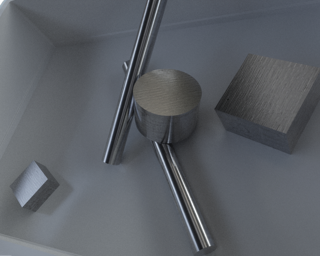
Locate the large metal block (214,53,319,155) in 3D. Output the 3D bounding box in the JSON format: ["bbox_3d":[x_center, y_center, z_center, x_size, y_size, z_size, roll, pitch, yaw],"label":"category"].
[{"bbox_3d":[0.121,-0.029,0.343,0.080,0.050,0.080,24,74,36],"label":"large metal block"}]

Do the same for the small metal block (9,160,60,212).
[{"bbox_3d":[-0.181,0.083,0.447,0.050,0.025,0.050,-49,52,-7],"label":"small metal block"}]

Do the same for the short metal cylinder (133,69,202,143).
[{"bbox_3d":[0.008,-0.028,0.382,0.081,0.050,0.080,1,50,-1],"label":"short metal cylinder"}]

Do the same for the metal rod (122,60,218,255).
[{"bbox_3d":[-0.001,0.012,0.397,0.025,0.025,0.299,-30,52,9],"label":"metal rod"}]

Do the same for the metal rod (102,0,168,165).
[{"bbox_3d":[-0.023,-0.096,0.396,0.025,0.025,0.298,22,99,35],"label":"metal rod"}]
